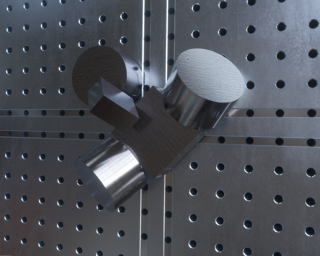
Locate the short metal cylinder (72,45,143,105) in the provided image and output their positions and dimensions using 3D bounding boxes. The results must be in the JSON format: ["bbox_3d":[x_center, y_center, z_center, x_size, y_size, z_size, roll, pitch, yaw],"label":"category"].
[{"bbox_3d":[-0.070,-0.066,0.420,0.080,0.050,0.079,0,90,20],"label":"short metal cylinder"}]

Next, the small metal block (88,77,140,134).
[{"bbox_3d":[-0.055,-0.027,0.362,0.025,0.050,0.050,-47,32,16],"label":"small metal block"}]

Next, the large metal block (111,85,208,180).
[{"bbox_3d":[0.001,0.005,0.393,0.080,0.050,0.080,46,104,14],"label":"large metal block"}]

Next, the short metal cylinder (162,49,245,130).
[{"bbox_3d":[0.048,-0.045,0.355,0.080,0.081,0.050,45,142,14],"label":"short metal cylinder"}]

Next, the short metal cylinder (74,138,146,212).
[{"bbox_3d":[-0.064,0.059,0.396,0.080,0.050,0.080,35,145,29],"label":"short metal cylinder"}]
